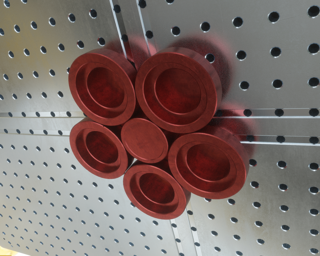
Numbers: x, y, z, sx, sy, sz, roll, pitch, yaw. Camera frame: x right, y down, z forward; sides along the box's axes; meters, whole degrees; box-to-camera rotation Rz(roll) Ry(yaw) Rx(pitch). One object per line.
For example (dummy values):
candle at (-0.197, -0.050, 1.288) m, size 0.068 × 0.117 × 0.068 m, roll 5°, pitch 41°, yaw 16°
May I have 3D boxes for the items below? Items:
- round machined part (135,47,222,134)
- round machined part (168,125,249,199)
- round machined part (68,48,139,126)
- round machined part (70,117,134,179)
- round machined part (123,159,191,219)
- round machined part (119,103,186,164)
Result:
round machined part at (0.024, -0.046, 0.359) m, size 0.098 × 0.042 × 0.097 m, roll 13°, pitch 124°, yaw 21°
round machined part at (0.063, 0.038, 0.391) m, size 0.098 × 0.042 × 0.097 m, roll 13°, pitch 124°, yaw 21°
round machined part at (-0.065, -0.055, 0.401) m, size 0.098 × 0.042 × 0.097 m, roll 13°, pitch 124°, yaw 21°
round machined part at (-0.080, 0.024, 0.457) m, size 0.098 × 0.042 × 0.097 m, roll 13°, pitch 124°, yaw 21°
round machined part at (-0.001, 0.082, 0.451) m, size 0.098 × 0.042 × 0.097 m, roll 13°, pitch 124°, yaw 21°
round machined part at (-0.012, 0.008, 0.412) m, size 0.098 × 0.042 × 0.097 m, roll 13°, pitch 124°, yaw 21°
